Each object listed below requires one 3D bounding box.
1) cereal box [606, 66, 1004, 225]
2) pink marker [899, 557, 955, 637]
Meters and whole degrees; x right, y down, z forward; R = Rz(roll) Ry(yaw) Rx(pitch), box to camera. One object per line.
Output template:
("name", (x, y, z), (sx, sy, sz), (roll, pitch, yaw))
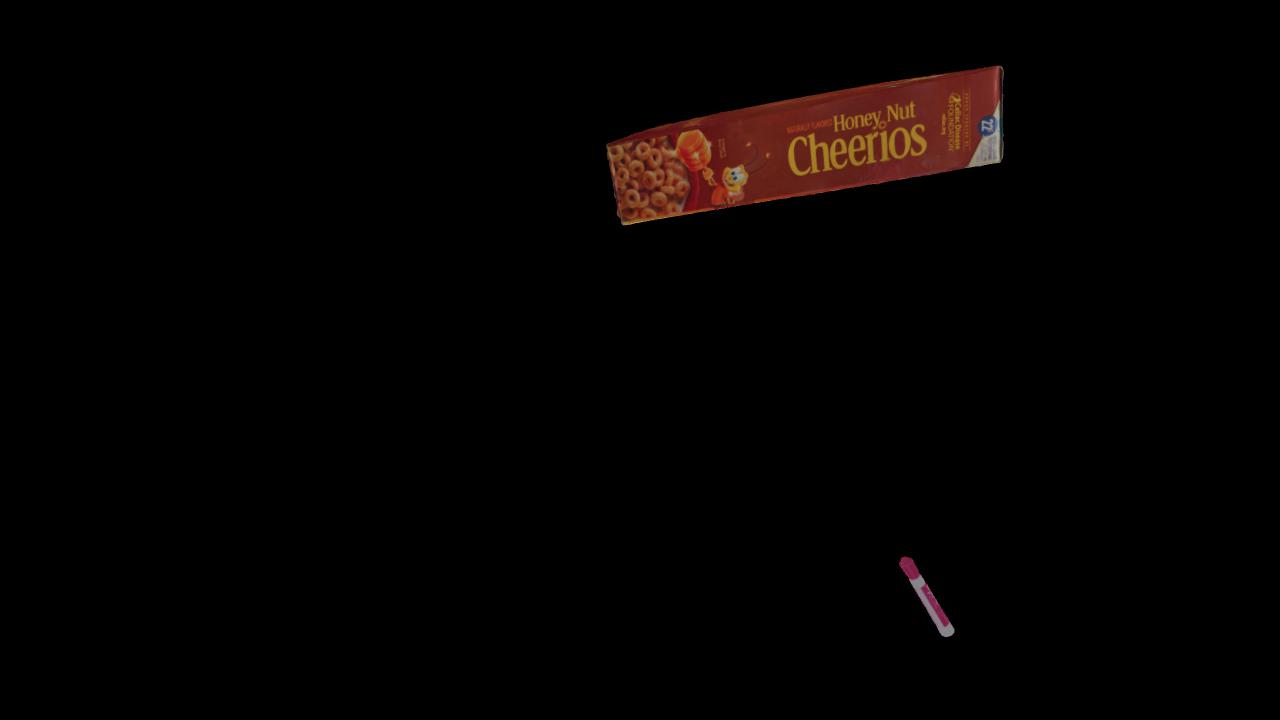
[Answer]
("cereal box", (0.142, -0.199, 0.573), (0.306, 0.081, 0.203), (-5, 21, 14))
("pink marker", (0.378, 0.312, 0.813), (0.020, 0.121, 0.020), (-32, 6, 3))
